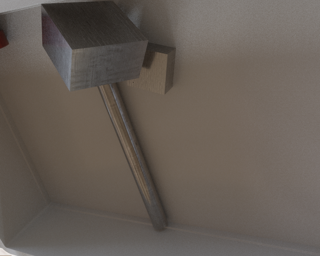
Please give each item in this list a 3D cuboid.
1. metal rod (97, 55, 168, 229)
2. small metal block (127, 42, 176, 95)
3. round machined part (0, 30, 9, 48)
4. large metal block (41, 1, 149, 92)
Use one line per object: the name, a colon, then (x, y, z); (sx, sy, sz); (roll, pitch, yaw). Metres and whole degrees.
metal rod: (-0.043, 0.025, 0.444); (0.025, 0.025, 0.298); (-5, 117, 30)
small metal block: (-0.011, -0.072, 0.368); (0.050, 0.025, 0.050); (16, 125, 18)
round machined part: (-0.266, -0.121, 0.423); (0.098, 0.098, 0.042); (0, 120, 28)
large metal block: (-0.072, -0.091, 0.331); (0.080, 0.081, 0.050); (53, 144, 29)
